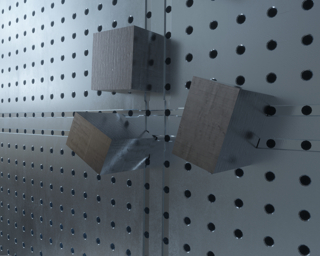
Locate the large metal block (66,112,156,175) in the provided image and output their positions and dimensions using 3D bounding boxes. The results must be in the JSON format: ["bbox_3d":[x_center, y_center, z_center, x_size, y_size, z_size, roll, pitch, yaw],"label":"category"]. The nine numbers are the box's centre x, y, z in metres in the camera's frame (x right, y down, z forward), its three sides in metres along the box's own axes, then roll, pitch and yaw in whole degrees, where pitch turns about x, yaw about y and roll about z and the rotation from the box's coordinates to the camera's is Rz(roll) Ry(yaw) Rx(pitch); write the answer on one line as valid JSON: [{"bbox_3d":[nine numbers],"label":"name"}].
[{"bbox_3d":[-0.068,0.018,0.427,0.080,0.081,0.050,33,110,35],"label":"large metal block"}]

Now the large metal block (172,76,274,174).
[{"bbox_3d":[0.066,-0.004,0.318,0.050,0.081,0.079,24,105,37],"label":"large metal block"}]

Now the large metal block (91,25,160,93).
[{"bbox_3d":[-0.049,-0.091,0.431,0.080,0.050,0.079,5,93,39],"label":"large metal block"}]
